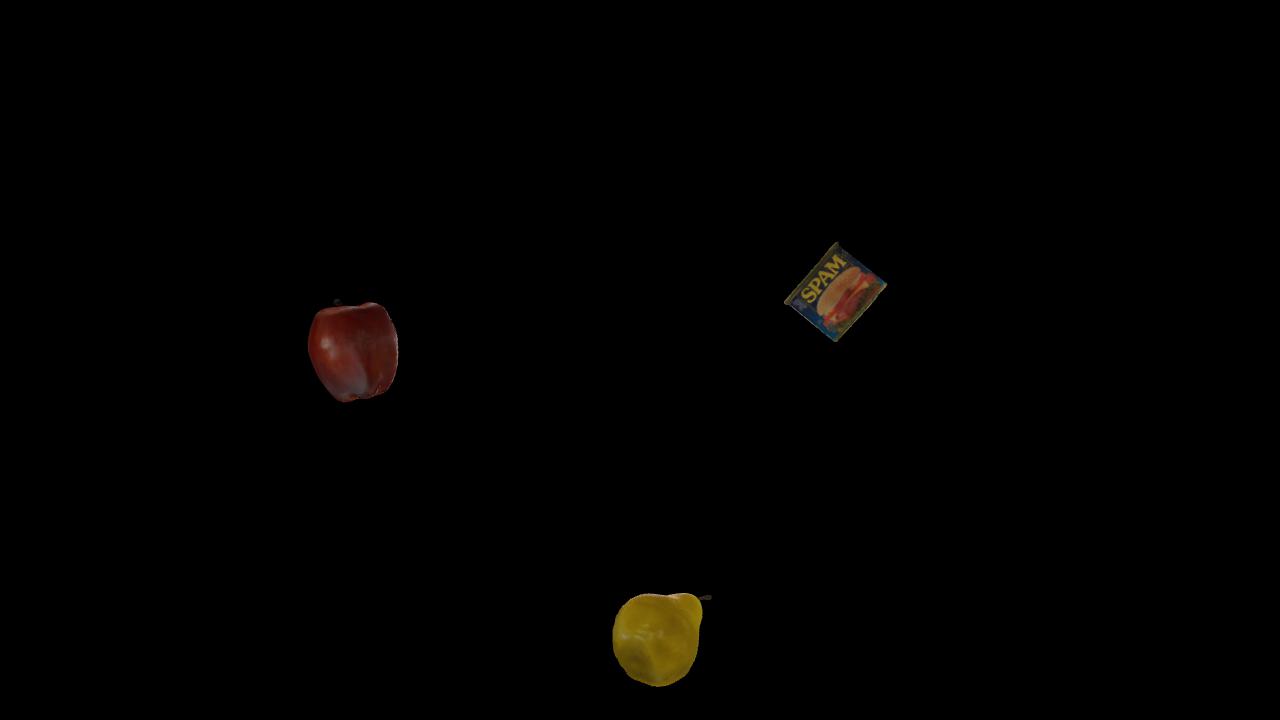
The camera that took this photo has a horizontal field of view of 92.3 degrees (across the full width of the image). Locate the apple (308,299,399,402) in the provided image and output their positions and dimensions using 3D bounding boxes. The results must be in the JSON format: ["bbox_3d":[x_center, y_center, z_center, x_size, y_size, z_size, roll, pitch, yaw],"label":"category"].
[{"bbox_3d":[-0.261,-0.010,0.560,0.079,0.093,0.079,-11,5,1],"label":"apple"}]

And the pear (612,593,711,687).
[{"bbox_3d":[0.025,0.242,0.570,0.080,0.080,0.111,0,17,31],"label":"pear"}]

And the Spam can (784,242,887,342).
[{"bbox_3d":[0.253,-0.086,0.797,0.085,0.101,0.058,42,12,10],"label":"Spam can"}]
